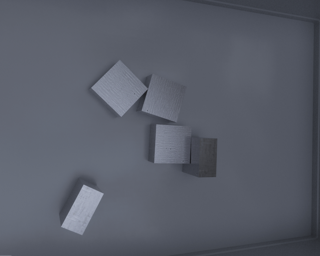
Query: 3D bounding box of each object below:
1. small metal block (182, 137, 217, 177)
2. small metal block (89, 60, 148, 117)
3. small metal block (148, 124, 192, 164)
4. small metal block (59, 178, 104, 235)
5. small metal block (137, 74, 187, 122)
[{"bbox_3d":[0.053,0.038,0.418,0.025,0.050,0.050,2,90,-20],"label":"small metal block"},{"bbox_3d":[-0.053,-0.049,0.392,0.050,0.025,0.050,45,76,-15],"label":"small metal block"},{"bbox_3d":[0.013,0.021,0.417,0.050,0.025,0.050,3,89,-20],"label":"small metal block"},{"bbox_3d":[-0.093,0.090,0.364,0.025,0.050,0.050,30,80,-18],"label":"small metal block"},{"bbox_3d":[0.002,-0.038,0.412,0.050,0.025,0.050,18,84,-20],"label":"small metal block"}]
